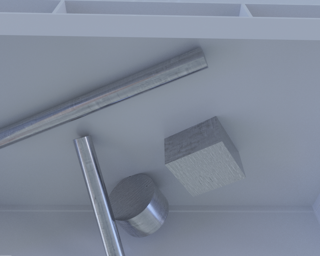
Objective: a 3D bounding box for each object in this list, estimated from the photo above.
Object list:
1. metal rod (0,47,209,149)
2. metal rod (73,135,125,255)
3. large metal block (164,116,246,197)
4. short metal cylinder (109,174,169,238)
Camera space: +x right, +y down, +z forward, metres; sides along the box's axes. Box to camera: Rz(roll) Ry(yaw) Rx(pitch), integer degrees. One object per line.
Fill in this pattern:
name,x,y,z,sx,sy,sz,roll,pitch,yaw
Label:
metal rod,-0.088,-0.030,0.382,0.301,0.025,0.025,-19,128,15
metal rod,-0.068,0.156,0.433,0.025,0.025,0.298,-14,94,11
large metal block,0.061,0.041,0.429,0.080,0.050,0.080,-25,126,19
short metal cylinder,-0.033,0.118,0.473,0.080,0.080,0.050,-20,128,16
